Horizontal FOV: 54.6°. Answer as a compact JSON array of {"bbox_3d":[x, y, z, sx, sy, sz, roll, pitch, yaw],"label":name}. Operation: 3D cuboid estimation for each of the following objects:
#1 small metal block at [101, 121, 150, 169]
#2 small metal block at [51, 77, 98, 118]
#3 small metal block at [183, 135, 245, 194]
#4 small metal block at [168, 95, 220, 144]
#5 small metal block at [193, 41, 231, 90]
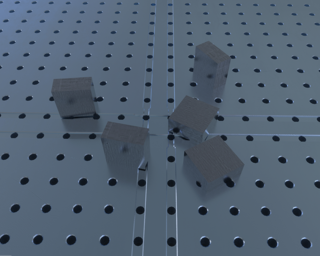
[{"bbox_3d":[-0.040,0.022,0.373,0.050,0.050,0.025,10,51,8],"label":"small metal block"},{"bbox_3d":[-0.116,-0.042,0.426,0.050,0.050,0.025,-4,50,-3],"label":"small metal block"},{"bbox_3d":[0.063,0.043,0.372,0.050,0.025,0.050,-23,54,-18],"label":"small metal block"},{"bbox_3d":[0.045,-0.012,0.418,0.050,0.025,0.050,24,54,19],"label":"small metal block"},{"bbox_3d":[0.078,-0.096,0.472,0.025,0.050,0.050,-27,55,-21],"label":"small metal block"}]
